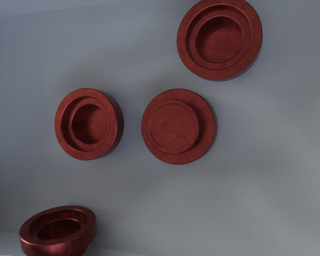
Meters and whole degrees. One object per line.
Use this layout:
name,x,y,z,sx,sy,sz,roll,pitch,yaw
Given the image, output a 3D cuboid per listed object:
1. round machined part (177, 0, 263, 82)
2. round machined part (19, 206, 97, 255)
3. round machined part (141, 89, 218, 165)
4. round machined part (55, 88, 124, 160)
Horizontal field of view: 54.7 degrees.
round machined part,0.073,-0.105,0.375,0.098,0.042,0.097,0,90,20
round machined part,-0.135,0.148,0.421,0.098,0.098,0.042,2,105,20
round machined part,0.021,-0.002,0.394,0.098,0.042,0.097,0,90,20
round machined part,-0.094,-0.005,0.435,0.098,0.042,0.097,0,90,20
